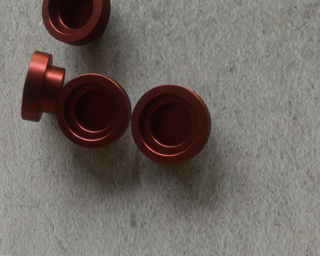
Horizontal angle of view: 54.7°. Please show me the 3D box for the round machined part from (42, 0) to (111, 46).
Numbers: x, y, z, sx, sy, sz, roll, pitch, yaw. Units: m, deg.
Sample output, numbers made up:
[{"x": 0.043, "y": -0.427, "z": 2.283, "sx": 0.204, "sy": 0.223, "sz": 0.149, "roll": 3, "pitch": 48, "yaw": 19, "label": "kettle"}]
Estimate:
[{"x": -0.113, "y": -0.165, "z": 0.438, "sx": 0.098, "sy": 0.042, "sz": 0.097, "roll": 0, "pitch": 90, "yaw": 19, "label": "round machined part"}]

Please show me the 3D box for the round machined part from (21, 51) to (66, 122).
[{"x": -0.161, "y": -0.055, "z": 0.435, "sx": 0.042, "sy": 0.098, "sz": 0.097, "roll": 11, "pitch": 95, "yaw": -16, "label": "round machined part"}]

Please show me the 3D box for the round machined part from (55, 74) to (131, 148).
[{"x": -0.087, "y": -0.023, "z": 0.422, "sx": 0.099, "sy": 0.042, "sz": 0.097, "roll": 1, "pitch": 95, "yaw": 7, "label": "round machined part"}]

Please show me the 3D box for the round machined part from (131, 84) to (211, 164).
[{"x": 0.017, "y": -0.005, "z": 0.393, "sx": 0.098, "sy": 0.042, "sz": 0.097, "roll": 0, "pitch": 90, "yaw": 19, "label": "round machined part"}]
